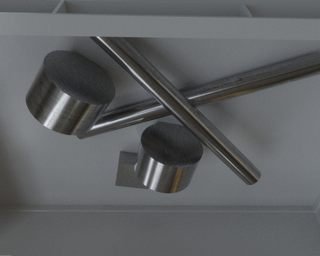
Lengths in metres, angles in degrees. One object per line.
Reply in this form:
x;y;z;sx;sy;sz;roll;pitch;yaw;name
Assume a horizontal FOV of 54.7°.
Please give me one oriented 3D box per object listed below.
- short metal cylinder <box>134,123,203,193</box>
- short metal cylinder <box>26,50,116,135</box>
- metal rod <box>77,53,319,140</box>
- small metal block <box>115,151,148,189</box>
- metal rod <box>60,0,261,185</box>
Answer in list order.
0.010;0.038;0.406;0.081;0.080;0.050;9;130;-9;short metal cylinder
-0.097;-0.039;0.339;0.080;0.080;0.050;28;125;-22;short metal cylinder
0.035;-0.035;0.380;0.301;0.025;0.025;-15;129;12;metal rod
-0.038;0.064;0.463;0.050;0.025;0.050;8;130;-7;small metal block
0.016;-0.030;0.353;0.025;0.025;0.300;-38;112;27;metal rod
